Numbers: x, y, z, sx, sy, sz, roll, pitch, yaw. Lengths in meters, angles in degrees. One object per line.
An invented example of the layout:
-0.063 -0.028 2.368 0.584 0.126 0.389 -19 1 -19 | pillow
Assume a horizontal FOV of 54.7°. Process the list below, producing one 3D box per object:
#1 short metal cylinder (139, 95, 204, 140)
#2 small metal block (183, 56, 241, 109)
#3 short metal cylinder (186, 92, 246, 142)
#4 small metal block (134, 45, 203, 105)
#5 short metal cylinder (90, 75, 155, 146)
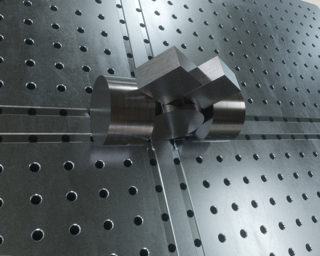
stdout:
0.010 -0.024 0.393 0.081 0.080 0.050 1 62 -28 | short metal cylinder
0.057 -0.050 0.355 0.050 0.050 0.025 24 46 -53 | small metal block
0.069 -0.021 0.422 0.050 0.080 0.080 0 62 -27 | short metal cylinder
0.009 -0.053 0.325 0.050 0.050 0.025 25 45 -54 | small metal block
-0.046 -0.019 0.359 0.050 0.080 0.080 1 61 -28 | short metal cylinder
